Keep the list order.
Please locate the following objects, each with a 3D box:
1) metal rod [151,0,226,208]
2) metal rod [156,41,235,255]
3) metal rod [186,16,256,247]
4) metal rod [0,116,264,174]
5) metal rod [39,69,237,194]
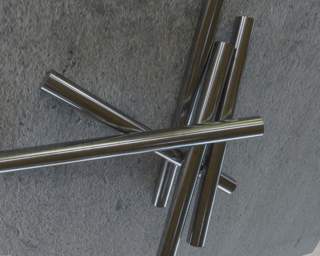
[{"bbox_3d":[0.031,-0.017,0.412,0.025,0.025,0.298,-1,119,-28],"label":"metal rod"},{"bbox_3d":[0.040,0.043,0.390,0.025,0.025,0.298,10,99,-33],"label":"metal rod"},{"bbox_3d":[0.077,0.011,0.402,0.025,0.025,0.298,7,99,-31],"label":"metal rod"},{"bbox_3d":[-0.031,0.018,0.350,0.302,0.025,0.025,-8,123,-6],"label":"metal rod"},{"bbox_3d":[-0.006,0.019,0.389,0.301,0.025,0.025,32,101,-30],"label":"metal rod"}]
